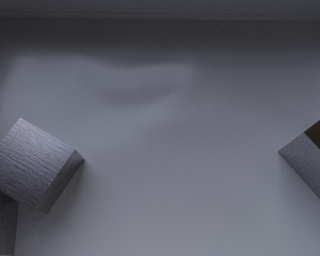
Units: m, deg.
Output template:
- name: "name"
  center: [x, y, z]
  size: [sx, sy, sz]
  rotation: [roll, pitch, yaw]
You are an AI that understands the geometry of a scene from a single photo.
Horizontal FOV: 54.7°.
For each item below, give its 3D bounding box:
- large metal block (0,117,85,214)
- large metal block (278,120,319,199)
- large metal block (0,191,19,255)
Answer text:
- name: "large metal block"
  center: [-0.154, 0.047, 0.378]
  size: [0.080, 0.050, 0.080]
  rotation: [28, 72, 10]
- name: "large metal block"
  center: [0.200, 0.035, 0.369]
  size: [0.050, 0.080, 0.080]
  rotation: [-34, 74, -11]
- name: "large metal block"
  center: [-0.200, 0.111, 0.338]
  size: [0.050, 0.080, 0.080]
  rotation: [-3, 70, -1]
